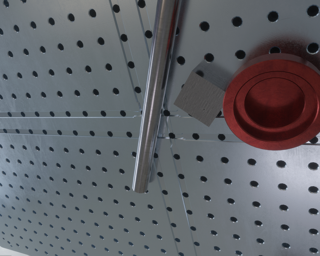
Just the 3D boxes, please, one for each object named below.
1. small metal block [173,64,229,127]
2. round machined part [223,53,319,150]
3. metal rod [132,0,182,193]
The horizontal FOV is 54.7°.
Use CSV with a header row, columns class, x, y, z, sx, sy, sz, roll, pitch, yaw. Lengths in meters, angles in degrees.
class,x,y,z,sx,sy,sz,roll,pitch,yaw
small metal block,0.051,-0.038,0.361,0.050,0.025,0.050,34,129,6
round machined part,0.116,-0.029,0.315,0.098,0.042,0.097,8,122,14
metal rod,-0.009,-0.027,0.399,0.025,0.025,0.298,21,127,15
